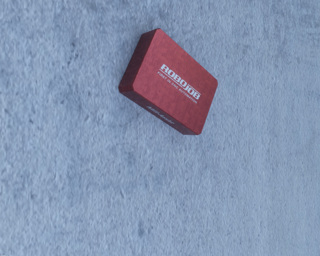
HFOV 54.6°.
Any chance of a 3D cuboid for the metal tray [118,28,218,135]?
[{"bbox_3d":[0.017,-0.057,0.415,0.130,0.030,0.090,33,70,-35],"label":"metal tray"}]
